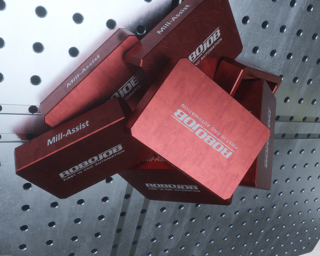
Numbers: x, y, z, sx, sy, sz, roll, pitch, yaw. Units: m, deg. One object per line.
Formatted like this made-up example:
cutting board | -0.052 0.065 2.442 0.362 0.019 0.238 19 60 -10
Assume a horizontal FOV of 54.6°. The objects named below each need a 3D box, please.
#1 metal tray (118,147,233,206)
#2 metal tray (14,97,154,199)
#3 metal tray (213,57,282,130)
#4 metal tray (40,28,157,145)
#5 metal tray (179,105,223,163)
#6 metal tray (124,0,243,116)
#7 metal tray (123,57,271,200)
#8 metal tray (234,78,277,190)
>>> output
metal tray | 0.019 0.063 0.400 0.090 0.130 0.030 51 47 -40
metal tray | -0.080 0.027 0.351 0.130 0.030 0.090 -26 145 2
metal tray | 0.108 -0.038 0.414 0.131 0.030 0.089 -1 121 -51
metal tray | -0.056 -0.035 0.354 0.130 0.030 0.090 -44 129 1
metal tray | 0.063 0.013 0.412 0.030 0.090 0.130 -39 129 -1
metal tray | 0.033 -0.084 0.349 0.130 0.030 0.090 -47 133 -14
metal tray | 0.041 0.003 0.317 0.130 0.030 0.090 36 84 -19
metal tray | 0.123 0.012 0.400 0.090 0.030 0.130 24 71 -58
